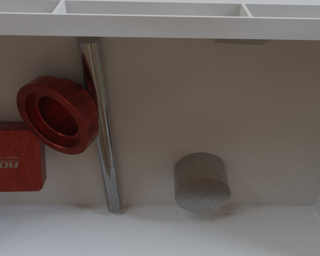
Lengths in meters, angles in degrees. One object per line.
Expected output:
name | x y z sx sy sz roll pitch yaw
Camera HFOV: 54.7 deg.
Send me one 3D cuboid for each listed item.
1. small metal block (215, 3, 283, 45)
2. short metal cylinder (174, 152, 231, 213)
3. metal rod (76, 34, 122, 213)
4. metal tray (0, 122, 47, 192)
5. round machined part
small metal block | 0.085 -0.100 0.305 0.050 0.050 0.025 2 94 -3
short metal cylinder | 0.061 0.082 0.464 0.081 0.050 0.079 0 130 0
metal rod | -0.076 0.019 0.423 0.025 0.025 0.298 0 130 0
metal tray | -0.223 0.038 0.407 0.131 0.030 0.089 1 110 -10
round machined part | -0.114 -0.019 0.365 0.098 0.042 0.097 16 133 18
